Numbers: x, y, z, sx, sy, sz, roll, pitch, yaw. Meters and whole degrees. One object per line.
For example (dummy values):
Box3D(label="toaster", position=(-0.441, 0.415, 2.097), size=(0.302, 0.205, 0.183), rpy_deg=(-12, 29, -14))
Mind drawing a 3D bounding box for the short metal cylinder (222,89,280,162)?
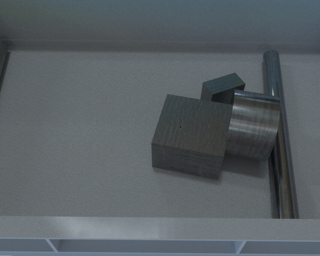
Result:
Box3D(label="short metal cylinder", position=(0.107, -0.003, 0.374), size=(0.050, 0.080, 0.080), rpy_deg=(11, 51, 8))

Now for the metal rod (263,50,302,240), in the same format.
Box3D(label="metal rod", position=(0.156, -0.004, 0.410), size=(0.025, 0.025, 0.300), rpy_deg=(8, 50, 6))

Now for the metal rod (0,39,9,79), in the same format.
Box3D(label="metal rod", position=(-0.244, -0.024, 0.422), size=(0.025, 0.025, 0.300), rpy_deg=(-6, 50, -6))

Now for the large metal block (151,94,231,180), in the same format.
Box3D(label="large metal block", position=(0.039, 0.010, 0.381), size=(0.080, 0.050, 0.080), rpy_deg=(11, 51, 8))

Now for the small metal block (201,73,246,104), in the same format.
Box3D(label="small metal block", position=(0.084, -0.043, 0.426), size=(0.050, 0.050, 0.025), rpy_deg=(-19, 53, -16))
